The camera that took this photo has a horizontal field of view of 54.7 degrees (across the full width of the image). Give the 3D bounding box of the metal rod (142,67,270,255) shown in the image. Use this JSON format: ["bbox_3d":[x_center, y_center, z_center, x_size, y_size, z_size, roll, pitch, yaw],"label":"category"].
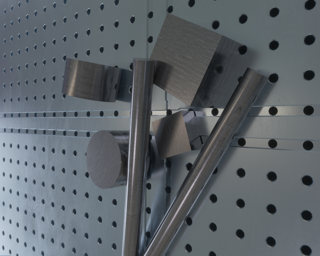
[{"bbox_3d":[0.041,0.067,0.375,0.025,0.025,0.298,40,114,33],"label":"metal rod"}]

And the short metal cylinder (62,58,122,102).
[{"bbox_3d":[-0.100,-0.070,0.456,0.080,0.081,0.050,18,102,38],"label":"short metal cylinder"}]

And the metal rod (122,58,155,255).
[{"bbox_3d":[-0.031,0.062,0.399,0.025,0.025,0.298,20,114,38],"label":"metal rod"}]

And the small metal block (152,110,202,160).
[{"bbox_3d":[0.021,0.009,0.392,0.050,0.025,0.050,-21,77,38],"label":"small metal block"}]

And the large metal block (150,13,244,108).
[{"bbox_3d":[0.037,-0.078,0.363,0.080,0.050,0.079,36,112,34],"label":"large metal block"}]

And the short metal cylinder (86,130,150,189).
[{"bbox_3d":[-0.061,0.043,0.439,0.080,0.050,0.080,-1,88,44],"label":"short metal cylinder"}]
